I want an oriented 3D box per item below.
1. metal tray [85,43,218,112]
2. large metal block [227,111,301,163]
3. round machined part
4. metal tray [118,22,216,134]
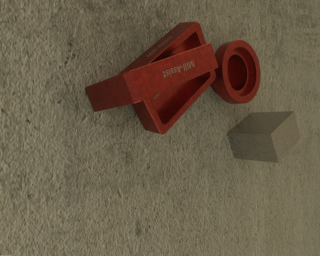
[{"bbox_3d":[-0.008,-0.059,0.356,0.131,0.090,0.030,-28,104,-37],"label":"metal tray"},{"bbox_3d":[0.174,0.013,0.518,0.081,0.080,0.050,-34,112,-35],"label":"large metal block"},{"bbox_3d":[0.114,-0.087,0.492,0.099,0.042,0.097,0,90,-40],"label":"round machined part"},{"bbox_3d":[0.016,-0.066,0.401,0.131,0.030,0.090,-47,129,-27],"label":"metal tray"}]
